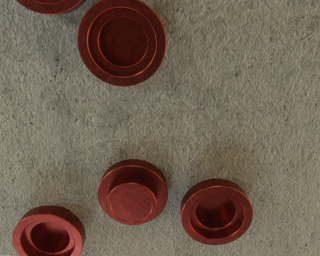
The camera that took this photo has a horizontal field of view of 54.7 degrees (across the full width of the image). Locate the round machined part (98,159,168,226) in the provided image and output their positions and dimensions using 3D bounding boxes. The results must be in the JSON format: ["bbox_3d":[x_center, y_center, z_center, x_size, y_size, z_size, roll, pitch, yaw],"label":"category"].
[{"bbox_3d":[-0.038,0.097,0.436,0.099,0.042,0.097,0,110,0],"label":"round machined part"}]

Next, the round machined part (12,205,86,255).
[{"bbox_3d":[-0.159,0.155,0.456,0.099,0.042,0.097,0,110,0],"label":"round machined part"}]

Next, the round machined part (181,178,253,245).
[{"bbox_3d":[0.078,0.114,0.443,0.099,0.042,0.097,0,110,0],"label":"round machined part"}]

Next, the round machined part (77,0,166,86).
[{"bbox_3d":[-0.042,-0.101,0.363,0.099,0.042,0.097,0,110,0],"label":"round machined part"}]

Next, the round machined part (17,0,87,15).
[{"bbox_3d":[-0.118,-0.175,0.335,0.099,0.042,0.097,0,110,0],"label":"round machined part"}]
